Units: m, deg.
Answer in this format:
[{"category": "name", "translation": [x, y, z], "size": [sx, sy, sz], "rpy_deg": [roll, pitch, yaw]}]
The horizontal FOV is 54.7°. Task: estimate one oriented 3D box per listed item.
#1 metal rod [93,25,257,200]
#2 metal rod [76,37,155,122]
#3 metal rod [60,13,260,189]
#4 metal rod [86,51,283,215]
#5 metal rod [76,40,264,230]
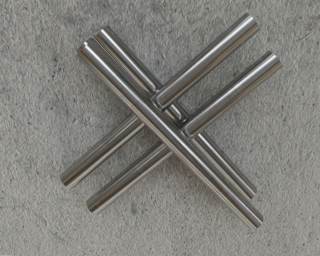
[{"category": "metal rod", "translation": [0.029, -0.010, 0.408], "size": [0.025, 0.025, 0.300], "rpy_deg": [-40, 106, 13]}, {"category": "metal rod", "translation": [0.008, 0.004, 0.412], "size": [0.025, 0.025, 0.300], "rpy_deg": [-40, 106, 13]}, {"category": "metal rod", "translation": [-0.010, -0.024, 0.375], "size": [0.300, 0.025, 0.025], "rpy_deg": [-40, 106, 13]}, {"category": "metal rod", "translation": [0.021, 0.014, 0.390], "size": [0.300, 0.025, 0.025], "rpy_deg": [-40, 106, 13]}, {"category": "metal rod", "translation": [0.023, 0.019, 0.365], "size": [0.025, 0.025, 0.300], "rpy_deg": [-41, 106, 13]}]
